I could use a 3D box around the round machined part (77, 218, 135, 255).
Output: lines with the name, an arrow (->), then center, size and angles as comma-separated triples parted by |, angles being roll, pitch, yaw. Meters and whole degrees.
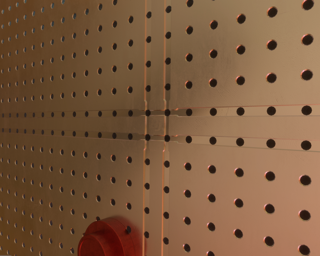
round machined part -> -0.087, 0.190, 0.468 | 0.098, 0.042, 0.097 | 0, 90, 39
